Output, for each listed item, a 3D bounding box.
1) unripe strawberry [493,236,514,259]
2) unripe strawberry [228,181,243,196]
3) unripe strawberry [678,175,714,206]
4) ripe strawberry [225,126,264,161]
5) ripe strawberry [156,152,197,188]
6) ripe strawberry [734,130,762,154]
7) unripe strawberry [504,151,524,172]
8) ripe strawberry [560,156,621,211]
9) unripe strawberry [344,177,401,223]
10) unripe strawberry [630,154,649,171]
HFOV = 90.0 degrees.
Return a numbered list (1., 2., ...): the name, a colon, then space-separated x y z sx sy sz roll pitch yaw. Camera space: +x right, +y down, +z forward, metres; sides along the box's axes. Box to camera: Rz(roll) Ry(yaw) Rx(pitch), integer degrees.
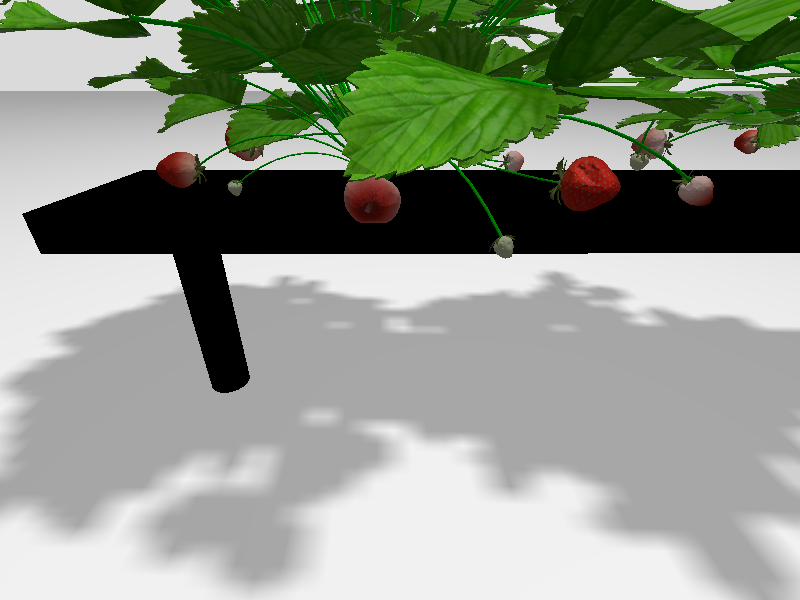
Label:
1. unripe strawberry: 0.053 -0.026 0.204 0.010 0.011 0.011 -12 -11 -20
2. unripe strawberry: -0.131 -0.088 0.319 0.011 0.011 0.010 -7 30 -12
3. unripe strawberry: 0.213 -0.077 0.286 0.020 0.023 0.023 -44 9 32
4. ripe strawberry: -0.177 -0.179 0.449 0.044 0.043 0.041 21 35 33
5. ripe strawberry: -0.184 -0.108 0.331 0.032 0.027 0.032 -2 29 -2
6. ripe strawberry: 0.417 -0.189 0.480 0.030 0.027 0.027 -3 20 -5
7. unripe strawberry: 0.113 -0.137 0.395 0.020 0.020 0.019 -13 32 -22
8. ripe strawberry: 0.127 -0.077 0.268 0.037 0.036 0.040 16 33 25
9. unripe strawberry: -0.017 -0.061 0.245 0.035 0.030 0.035 0 30 1
10. unripe strawberry: 0.226 -0.130 0.379 0.016 0.015 0.014 6 30 10
